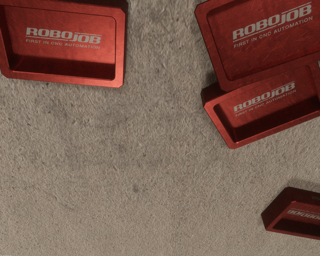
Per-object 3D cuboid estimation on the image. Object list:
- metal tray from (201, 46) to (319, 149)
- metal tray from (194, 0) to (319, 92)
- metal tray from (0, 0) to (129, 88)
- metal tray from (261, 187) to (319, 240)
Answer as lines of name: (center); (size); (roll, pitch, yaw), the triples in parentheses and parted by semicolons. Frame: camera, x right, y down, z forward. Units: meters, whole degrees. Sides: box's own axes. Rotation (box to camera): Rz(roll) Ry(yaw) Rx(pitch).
metal tray: (0.127, -0.033, 0.377); (0.130, 0.030, 0.090); (-24, 127, 19)
metal tray: (0.109, -0.099, 0.301); (0.130, 0.030, 0.090); (-18, 108, 14)
metal tray: (-0.101, -0.092, 0.323); (0.131, 0.030, 0.089); (4, 130, -5)
metal tray: (0.257, 0.151, 0.536); (0.131, 0.030, 0.089); (13, 129, -12)
